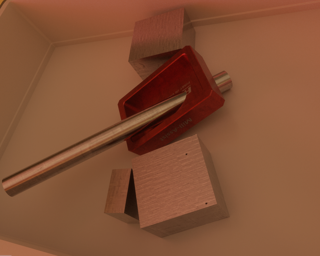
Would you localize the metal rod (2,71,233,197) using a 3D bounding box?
[{"bbox_3d":[-0.047,0.004,0.385,0.301,0.025,0.025,-27,52,-5],"label":"metal rod"}]

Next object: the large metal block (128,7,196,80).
[{"bbox_3d":[0.005,-0.122,0.460,0.080,0.050,0.080,-8,58,23],"label":"large metal block"}]

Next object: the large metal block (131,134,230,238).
[{"bbox_3d":[0.020,0.064,0.338,0.080,0.050,0.080,-22,54,14],"label":"large metal block"}]

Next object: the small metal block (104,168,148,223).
[{"bbox_3d":[-0.036,0.080,0.358,0.025,0.050,0.050,-7,59,24],"label":"small metal block"}]

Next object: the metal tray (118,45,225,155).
[{"bbox_3d":[0.008,-0.032,0.396,0.130,0.030,0.090,-36,50,23],"label":"metal tray"}]
